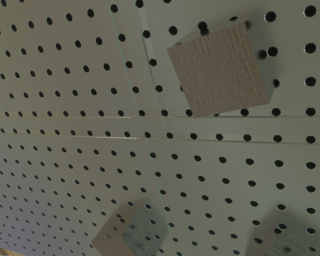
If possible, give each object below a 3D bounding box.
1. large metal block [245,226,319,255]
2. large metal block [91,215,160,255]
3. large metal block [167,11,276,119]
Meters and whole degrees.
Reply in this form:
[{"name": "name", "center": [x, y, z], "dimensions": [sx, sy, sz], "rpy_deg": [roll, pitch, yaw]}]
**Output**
[{"name": "large metal block", "center": [0.169, 0.197, 0.427], "dimensions": [0.080, 0.050, 0.079], "rpy_deg": [32, 128, 7]}, {"name": "large metal block", "center": [-0.062, 0.211, 0.556], "dimensions": [0.080, 0.050, 0.080], "rpy_deg": [-25, 105, 36]}, {"name": "large metal block", "center": [0.066, -0.063, 0.321], "dimensions": [0.080, 0.050, 0.080], "rpy_deg": [-11, 113, 32]}]
